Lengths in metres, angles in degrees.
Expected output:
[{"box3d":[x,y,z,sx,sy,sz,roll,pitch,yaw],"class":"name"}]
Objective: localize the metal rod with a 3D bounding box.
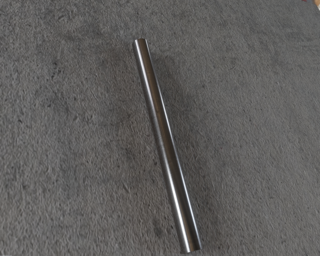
[{"box3d":[0.003,0.005,0.405,0.025,0.025,0.299,0,62,-29],"class":"metal rod"}]
